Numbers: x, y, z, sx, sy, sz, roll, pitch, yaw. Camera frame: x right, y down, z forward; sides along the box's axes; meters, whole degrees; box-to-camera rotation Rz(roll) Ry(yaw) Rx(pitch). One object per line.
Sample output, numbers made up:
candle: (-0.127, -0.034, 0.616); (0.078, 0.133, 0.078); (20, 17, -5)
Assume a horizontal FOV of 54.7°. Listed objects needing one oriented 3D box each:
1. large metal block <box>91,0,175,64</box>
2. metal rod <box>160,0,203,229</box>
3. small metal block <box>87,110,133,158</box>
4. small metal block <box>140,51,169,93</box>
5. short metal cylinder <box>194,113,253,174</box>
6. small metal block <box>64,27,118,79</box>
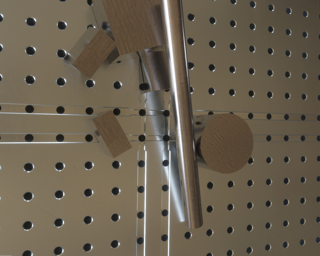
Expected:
large metal block: (-0.032, -0.133, 0.388); (0.081, 0.050, 0.080); (-20, 97, -20)
metal rod: (0.030, -0.009, 0.393); (0.025, 0.025, 0.298); (-13, 107, -20)
small metal block: (-0.063, 0.007, 0.377); (0.025, 0.050, 0.050); (-31, 101, -18)
small metal block: (0.005, -0.076, 0.415); (0.050, 0.025, 0.050); (-11, 94, -20)
short metal cylinder: (0.081, 0.020, 0.431); (0.081, 0.050, 0.079); (0, 90, -21)
small metal block: (-0.082, -0.089, 0.362); (0.025, 0.050, 0.050); (38, 89, -33)
